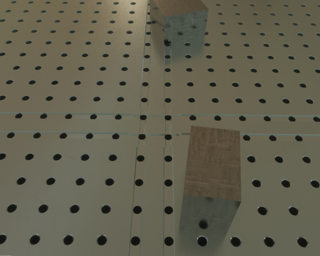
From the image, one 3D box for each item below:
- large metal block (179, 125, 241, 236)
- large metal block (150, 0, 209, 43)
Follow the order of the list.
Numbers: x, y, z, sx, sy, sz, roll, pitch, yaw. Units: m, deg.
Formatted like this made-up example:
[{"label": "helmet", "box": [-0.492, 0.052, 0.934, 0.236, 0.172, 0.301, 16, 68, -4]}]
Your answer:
[{"label": "large metal block", "box": [0.051, 0.056, 0.326, 0.050, 0.080, 0.080, 7, 50, 5]}, {"label": "large metal block", "box": [0.032, -0.207, 0.566, 0.081, 0.050, 0.080, -15, 52, -13]}]
